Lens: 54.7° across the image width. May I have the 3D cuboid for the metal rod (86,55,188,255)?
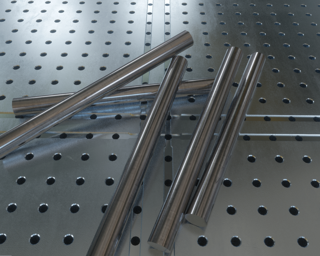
[{"bbox_3d":[-0.018,0.022,0.370,0.025,0.025,0.300,14,57,11],"label":"metal rod"}]

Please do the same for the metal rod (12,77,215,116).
[{"bbox_3d":[-0.051,-0.047,0.446,0.302,0.025,0.025,-7,51,-7],"label":"metal rod"}]

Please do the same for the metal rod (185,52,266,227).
[{"bbox_3d":[0.099,-0.008,0.415,0.025,0.025,0.301,19,52,15],"label":"metal rod"}]

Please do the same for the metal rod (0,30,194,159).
[{"bbox_3d":[-0.081,-0.052,0.418,0.301,0.025,0.025,-33,57,-14],"label":"metal rod"}]

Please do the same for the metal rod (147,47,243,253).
[{"bbox_3d":[0.055,0.003,0.386,0.025,0.025,0.300,18,58,14],"label":"metal rod"}]
